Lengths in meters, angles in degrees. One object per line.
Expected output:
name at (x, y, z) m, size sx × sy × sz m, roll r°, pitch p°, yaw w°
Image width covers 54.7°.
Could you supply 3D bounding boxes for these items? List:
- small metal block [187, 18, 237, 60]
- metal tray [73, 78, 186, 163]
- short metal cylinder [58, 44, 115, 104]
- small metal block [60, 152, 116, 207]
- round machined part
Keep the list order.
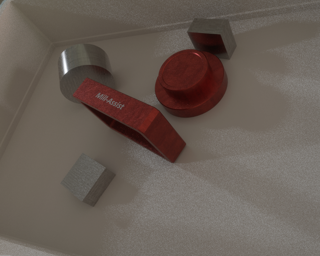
small metal block at (0.072, -0.123, 0.426) m, size 0.050 × 0.050 × 0.025 m, roll 17°, pitch 71°, yaw 34°
metal tray at (-0.039, -0.010, 0.389) m, size 0.130 × 0.090 × 0.030 m, roll 26°, pitch 76°, yaw 36°
short metal cylinder at (-0.114, -0.082, 0.479) m, size 0.080 × 0.080 × 0.050 m, roll -27°, pitch 53°, yaw 11°
small metal block at (-0.096, 0.068, 0.412) m, size 0.050 × 0.025 × 0.050 m, roll 25°, pitch 75°, yaw 36°
round machined part at (0.037, -0.066, 0.415) m, size 0.098 × 0.042 × 0.098 m, roll -13°, pitch 56°, yaw 20°
